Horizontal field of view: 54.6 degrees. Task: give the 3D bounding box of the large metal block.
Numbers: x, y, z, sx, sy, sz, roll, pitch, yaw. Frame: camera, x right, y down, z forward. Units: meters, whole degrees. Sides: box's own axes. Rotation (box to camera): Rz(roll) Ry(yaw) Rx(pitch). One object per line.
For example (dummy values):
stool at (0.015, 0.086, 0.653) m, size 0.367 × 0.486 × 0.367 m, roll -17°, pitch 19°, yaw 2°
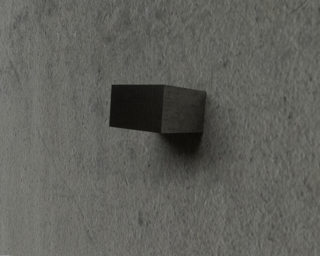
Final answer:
large metal block at (-0.002, -0.023, 0.372) m, size 0.080 × 0.081 × 0.050 m, roll 7°, pitch 94°, yaw 40°
